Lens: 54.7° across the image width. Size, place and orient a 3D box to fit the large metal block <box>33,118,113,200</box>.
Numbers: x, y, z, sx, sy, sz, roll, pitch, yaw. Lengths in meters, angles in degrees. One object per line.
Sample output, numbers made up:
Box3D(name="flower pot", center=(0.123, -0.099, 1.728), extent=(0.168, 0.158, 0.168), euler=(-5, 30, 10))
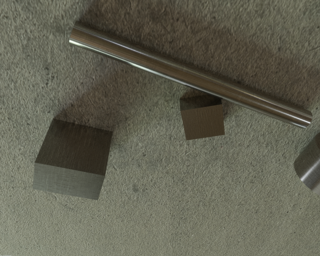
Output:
Box3D(name="large metal block", center=(-0.111, 0.040, 0.404), extent=(0.081, 0.080, 0.050), euler=(13, 129, -11))

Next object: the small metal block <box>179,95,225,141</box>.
Box3D(name="small metal block", center=(0.054, -0.014, 0.396), extent=(0.050, 0.025, 0.050), euler=(-9, 130, 7))

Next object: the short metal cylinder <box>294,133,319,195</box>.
Box3D(name="short metal cylinder", center=(0.232, 0.051, 0.418), extent=(0.081, 0.080, 0.050), euler=(13, 129, -11))

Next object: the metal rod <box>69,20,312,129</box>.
Box3D(name="metal rod", center=(0.049, -0.055, 0.360), extent=(0.302, 0.025, 0.025), euler=(18, 128, -15))
